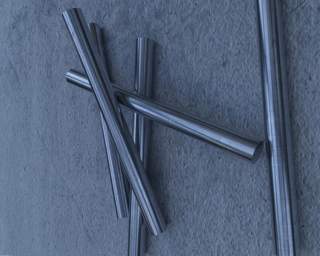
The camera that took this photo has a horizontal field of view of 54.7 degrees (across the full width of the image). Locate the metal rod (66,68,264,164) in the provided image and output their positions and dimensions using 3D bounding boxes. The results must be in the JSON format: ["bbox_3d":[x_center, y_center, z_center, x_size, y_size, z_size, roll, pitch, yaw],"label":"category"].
[{"bbox_3d":[-0.018,-0.027,0.388,0.300,0.025,0.025,24,105,33],"label":"metal rod"}]

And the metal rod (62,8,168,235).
[{"bbox_3d":[-0.055,-0.004,0.395,0.025,0.025,0.299,-17,96,39],"label":"metal rod"}]

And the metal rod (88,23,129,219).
[{"bbox_3d":[-0.079,-0.017,0.470,0.025,0.025,0.299,-19,78,38],"label":"metal rod"}]

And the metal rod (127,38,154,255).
[{"bbox_3d":[-0.027,0.029,0.426,0.025,0.025,0.298,4,93,40],"label":"metal rod"}]

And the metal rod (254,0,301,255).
[{"bbox_3d":[0.115,-0.027,0.309,0.025,0.025,0.298,-6,86,40],"label":"metal rod"}]
